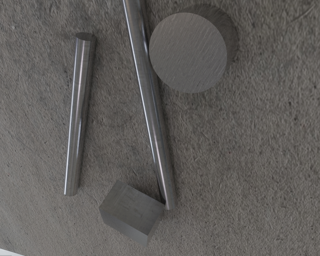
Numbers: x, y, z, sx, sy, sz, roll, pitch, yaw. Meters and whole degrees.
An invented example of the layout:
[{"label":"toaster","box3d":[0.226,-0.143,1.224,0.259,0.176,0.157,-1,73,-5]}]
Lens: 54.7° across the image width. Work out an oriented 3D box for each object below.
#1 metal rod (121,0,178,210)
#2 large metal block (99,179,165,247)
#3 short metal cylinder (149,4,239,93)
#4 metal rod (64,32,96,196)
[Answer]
[{"label":"metal rod","box3d":[-0.008,-0.015,0.401,0.025,0.025,0.298,5,121,26]},{"label":"large metal block","box3d":[-0.043,0.134,0.479,0.080,0.050,0.080,26,150,12]},{"label":"short metal cylinder","box3d":[0.036,-0.083,0.321,0.080,0.050,0.079,13,124,21]},{"label":"metal rod","box3d":[-0.127,0.000,0.473,0.025,0.025,0.298,26,128,12]}]
